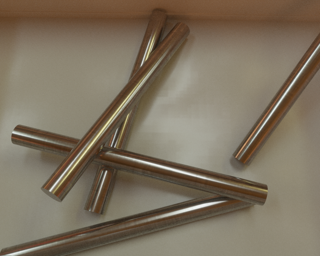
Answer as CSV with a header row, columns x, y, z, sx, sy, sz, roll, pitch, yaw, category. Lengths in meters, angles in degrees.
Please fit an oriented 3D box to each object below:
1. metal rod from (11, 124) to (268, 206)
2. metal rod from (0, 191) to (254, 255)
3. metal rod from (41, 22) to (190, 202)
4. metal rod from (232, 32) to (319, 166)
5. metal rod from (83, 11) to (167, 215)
x,y,z,sx,sy,sz,roll,pitch,yaw,category
-0.027,0.042,0.366,0.302,0.025,0.025,13,71,4,metal rod
-0.030,0.115,0.367,0.302,0.025,0.025,-13,71,-5,metal rod
-0.038,-0.040,0.388,0.025,0.025,0.301,28,59,9,metal rod
0.187,-0.081,0.382,0.025,0.025,0.299,35,96,11,metal rod
-0.040,-0.034,0.421,0.025,0.025,0.299,15,70,5,metal rod
